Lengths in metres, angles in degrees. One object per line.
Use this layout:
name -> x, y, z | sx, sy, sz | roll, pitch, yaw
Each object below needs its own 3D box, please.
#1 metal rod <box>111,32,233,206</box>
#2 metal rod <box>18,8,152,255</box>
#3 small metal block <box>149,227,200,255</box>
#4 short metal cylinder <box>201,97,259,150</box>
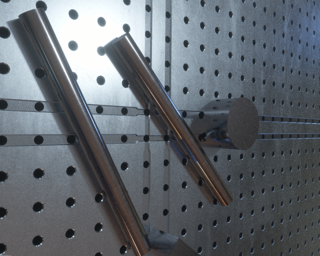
metal rod -> 0.029, 0.004, 0.433 | 0.025, 0.025, 0.299 | -50, 119, -28
metal rod -> -0.074, 0.020, 0.346 | 0.025, 0.025, 0.299 | -34, 111, -35
small metal block -> 0.016, 0.160, 0.406 | 0.050, 0.050, 0.025 | 47, 62, -30
short metal cylinder -> 0.111, -0.007, 0.486 | 0.081, 0.050, 0.079 | 0, 90, -40
